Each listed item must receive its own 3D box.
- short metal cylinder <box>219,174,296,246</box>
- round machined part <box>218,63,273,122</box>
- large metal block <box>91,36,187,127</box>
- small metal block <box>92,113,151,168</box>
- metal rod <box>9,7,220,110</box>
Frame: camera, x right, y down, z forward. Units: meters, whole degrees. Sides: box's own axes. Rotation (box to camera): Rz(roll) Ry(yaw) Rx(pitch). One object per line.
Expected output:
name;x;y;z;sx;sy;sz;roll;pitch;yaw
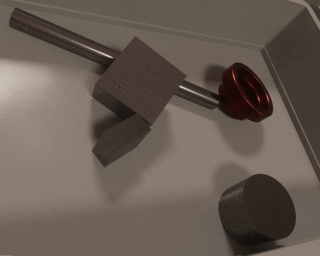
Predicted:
short metal cylinder;0.123;0.105;0.394;0.081;0.050;0.080;14;56;-21
round machined part;0.130;-0.051;0.488;0.098;0.042;0.098;27;45;-31
large metal block;-0.027;-0.053;0.392;0.080;0.050;0.080;37;69;-7
small metal block;-0.045;0.014;0.358;0.050;0.050;0.025;-32;80;-38
metal rod;-0.050;-0.090;0.434;0.302;0.025;0.025;20;54;-17
